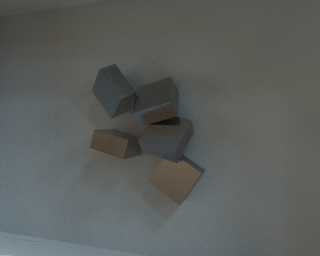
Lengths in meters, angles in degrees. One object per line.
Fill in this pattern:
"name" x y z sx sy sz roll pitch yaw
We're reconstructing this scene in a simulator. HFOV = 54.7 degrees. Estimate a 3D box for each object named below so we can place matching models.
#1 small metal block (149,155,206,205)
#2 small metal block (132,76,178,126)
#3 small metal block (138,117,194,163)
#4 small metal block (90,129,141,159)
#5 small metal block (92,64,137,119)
"small metal block" 0.022 0.062 0.402 0.050 0.025 0.050 35 101 16
"small metal block" -0.005 -0.034 0.397 0.050 0.025 0.050 -16 42 18
"small metal block" 0.008 0.011 0.391 0.050 0.025 0.050 16 57 25
"small metal block" -0.057 0.020 0.416 0.050 0.050 0.025 16 96 19
"small metal block" -0.063 -0.049 0.418 0.050 0.025 0.050 54 145 12
